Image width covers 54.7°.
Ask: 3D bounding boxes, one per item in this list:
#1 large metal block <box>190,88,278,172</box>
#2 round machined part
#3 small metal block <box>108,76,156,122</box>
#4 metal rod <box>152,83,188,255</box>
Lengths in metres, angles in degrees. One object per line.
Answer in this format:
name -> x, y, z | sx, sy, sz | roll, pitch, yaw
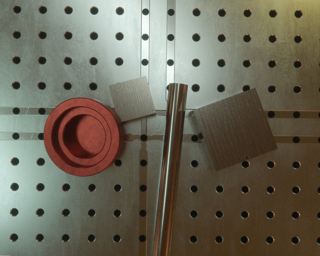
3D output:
large metal block -> 0.092, 0.002, 0.402 | 0.080, 0.050, 0.080 | -20, 90, 0
round machined part -> -0.094, 0.010, 0.399 | 0.098, 0.042, 0.097 | 1, 94, 8
small metal block -> -0.036, -0.037, 0.413 | 0.050, 0.025, 0.050 | -15, 90, 0
metal rod -> 0.010, 0.090, 0.413 | 0.025, 0.025, 0.298 | 6, 90, 0
